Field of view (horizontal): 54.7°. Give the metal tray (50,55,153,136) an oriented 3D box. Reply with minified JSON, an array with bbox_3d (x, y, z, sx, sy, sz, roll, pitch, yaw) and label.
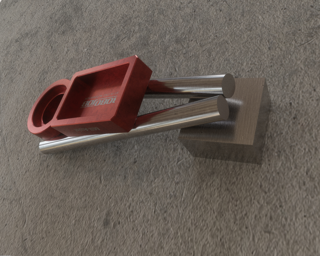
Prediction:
[{"bbox_3d":[-0.078,-0.038,0.398,0.130,0.030,0.090,-4,59,40],"label":"metal tray"}]

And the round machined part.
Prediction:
[{"bbox_3d":[-0.156,-0.025,0.482,0.098,0.042,0.098,-21,50,27],"label":"round machined part"}]

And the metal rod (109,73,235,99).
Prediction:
[{"bbox_3d":[-0.039,-0.051,0.414,0.300,0.025,0.025,5,64,44],"label":"metal rod"}]

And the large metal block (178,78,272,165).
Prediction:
[{"bbox_3d":[0.076,-0.009,0.352,0.080,0.050,0.080,4,64,29],"label":"large metal block"}]

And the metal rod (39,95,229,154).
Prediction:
[{"bbox_3d":[-0.057,0.004,0.390,0.300,0.025,0.025,-12,56,36],"label":"metal rod"}]
